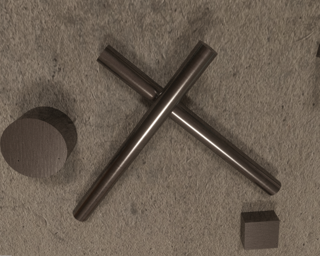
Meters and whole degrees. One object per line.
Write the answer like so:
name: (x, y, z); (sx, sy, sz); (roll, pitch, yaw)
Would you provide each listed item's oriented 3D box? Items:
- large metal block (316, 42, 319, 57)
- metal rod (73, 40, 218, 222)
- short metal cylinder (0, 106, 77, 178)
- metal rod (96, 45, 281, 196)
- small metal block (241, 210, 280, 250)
large metal block: (0.227, -0.111, 0.343); (0.050, 0.080, 0.079); (6, 110, -3)
metal rod: (-0.032, 0.020, 0.397); (0.025, 0.025, 0.299); (33, 114, -12)
short metal cylinder: (-0.154, 0.017, 0.401); (0.081, 0.050, 0.079); (0, 110, -1)
metal rod: (0.047, -0.003, 0.409); (0.301, 0.025, 0.025); (37, 106, -13)
small metal block: (0.150, 0.155, 0.469); (0.050, 0.025, 0.050); (-4, 110, 1)
